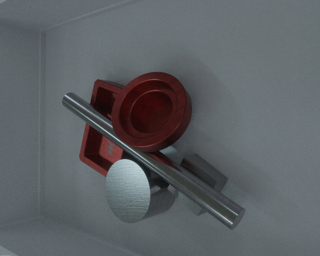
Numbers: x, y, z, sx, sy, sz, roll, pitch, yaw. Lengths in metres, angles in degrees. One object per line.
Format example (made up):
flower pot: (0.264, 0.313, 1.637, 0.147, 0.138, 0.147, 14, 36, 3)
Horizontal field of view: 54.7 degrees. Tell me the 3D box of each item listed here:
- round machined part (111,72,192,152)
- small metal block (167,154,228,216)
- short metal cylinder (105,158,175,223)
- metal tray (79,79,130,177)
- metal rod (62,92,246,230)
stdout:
round machined part: (-0.007, -0.016, 0.381, 0.098, 0.042, 0.098, -10, 65, 22)
small metal block: (0.044, 0.066, 0.367, 0.050, 0.025, 0.050, 39, 113, 33)
short metal cylinder: (-0.026, 0.079, 0.407, 0.080, 0.050, 0.079, 0, 90, 39)
metal tray: (-0.069, 0.002, 0.455, 0.090, 0.030, 0.129, 23, 105, 37)
metal rod: (-0.029, 0.025, 0.389, 0.300, 0.025, 0.025, 32, 110, 32)
